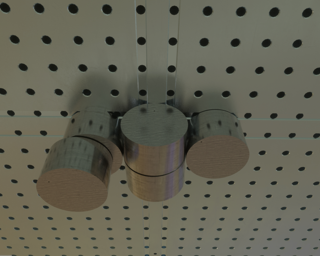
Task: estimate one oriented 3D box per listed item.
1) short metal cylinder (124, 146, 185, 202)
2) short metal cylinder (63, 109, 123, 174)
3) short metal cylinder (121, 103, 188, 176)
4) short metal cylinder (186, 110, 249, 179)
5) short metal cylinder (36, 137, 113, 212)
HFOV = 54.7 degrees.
[{"bbox_3d":[-0.006,0.052,0.419,0.080,0.080,0.050,-1,130,0],"label":"short metal cylinder"},{"bbox_3d":[-0.088,0.021,0.412,0.081,0.050,0.079,0,130,0],"label":"short metal cylinder"},{"bbox_3d":[-0.007,0.013,0.387,0.081,0.080,0.050,1,131,-1],"label":"short metal cylinder"},{"bbox_3d":[0.073,0.022,0.414,0.081,0.050,0.079,0,130,0],"label":"short metal cylinder"},{"bbox_3d":[-0.101,0.057,0.375,0.081,0.050,0.079,0,130,0],"label":"short metal cylinder"}]
